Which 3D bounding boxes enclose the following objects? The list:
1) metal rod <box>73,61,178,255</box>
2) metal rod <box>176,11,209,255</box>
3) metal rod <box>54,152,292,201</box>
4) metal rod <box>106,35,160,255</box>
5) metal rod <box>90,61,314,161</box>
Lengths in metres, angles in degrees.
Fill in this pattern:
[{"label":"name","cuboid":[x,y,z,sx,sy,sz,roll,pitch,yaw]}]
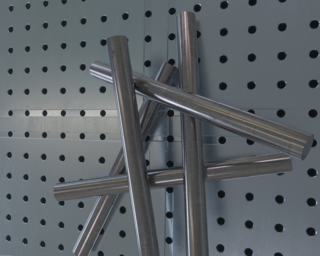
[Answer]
[{"label":"metal rod","cuboid":[-0.050,0.050,0.430,0.025,0.025,0.299,29,99,17]},{"label":"metal rod","cuboid":[0.038,0.002,0.370,0.025,0.025,0.299,-6,77,20]},{"label":"metal rod","cuboid":[0.006,0.063,0.393,0.301,0.025,0.025,-10,87,13]},{"label":"metal rod","cuboid":[-0.030,0.039,0.373,0.025,0.025,0.299,-9,89,20]},{"label":"metal rod","cuboid":[0.019,-0.034,0.358,0.300,0.025,0.025,25,99,36]}]
